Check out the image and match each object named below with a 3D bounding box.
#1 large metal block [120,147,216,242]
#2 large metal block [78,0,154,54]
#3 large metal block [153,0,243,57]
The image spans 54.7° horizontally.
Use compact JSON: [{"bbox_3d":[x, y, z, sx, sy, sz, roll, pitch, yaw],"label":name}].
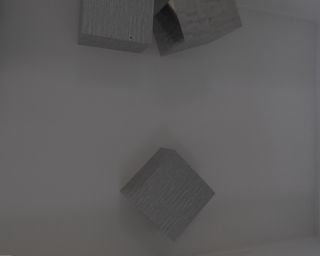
[{"bbox_3d":[0.009,0.083,0.401,0.080,0.050,0.080,-46,105,-14],"label":"large metal block"},{"bbox_3d":[-0.054,-0.141,0.377,0.081,0.050,0.080,4,89,-20],"label":"large metal block"},{"bbox_3d":[0.043,-0.134,0.397,0.081,0.080,0.050,-20,97,-19],"label":"large metal block"}]
